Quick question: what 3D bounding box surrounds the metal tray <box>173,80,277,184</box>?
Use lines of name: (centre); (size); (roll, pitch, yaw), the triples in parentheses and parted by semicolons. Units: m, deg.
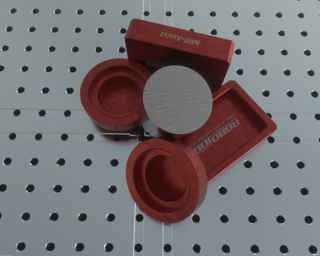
metal tray: (0.073, 0.007, 0.407); (0.131, 0.030, 0.090); (-35, 74, -12)

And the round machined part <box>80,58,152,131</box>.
round machined part: (-0.053, -0.041, 0.417); (0.099, 0.042, 0.098); (0, 70, -1)

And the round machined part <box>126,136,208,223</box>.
round machined part: (0.011, 0.057, 0.363); (0.098, 0.042, 0.097); (7, 103, 32)

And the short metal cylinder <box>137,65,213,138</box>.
short metal cylinder: (0.016, -0.028, 0.369); (0.081, 0.050, 0.080); (2, 79, -12)

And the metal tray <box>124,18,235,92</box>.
metal tray: (0.024, -0.091, 0.410); (0.131, 0.090, 0.030); (14, 71, 5)
